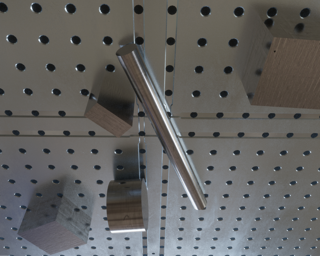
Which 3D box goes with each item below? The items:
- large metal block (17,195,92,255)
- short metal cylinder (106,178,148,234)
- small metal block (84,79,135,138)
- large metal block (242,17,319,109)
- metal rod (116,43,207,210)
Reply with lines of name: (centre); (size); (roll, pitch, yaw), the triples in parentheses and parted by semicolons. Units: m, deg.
large metal block: (-0.180, 0.170, 0.537); (0.080, 0.050, 0.080); (-23, 127, 17)
short metal cylinder: (-0.048, 0.119, 0.476); (0.050, 0.080, 0.080); (-5, 130, 3)
small metal block: (-0.059, -0.024, 0.374); (0.050, 0.050, 0.025); (36, 121, -27)
large metal block: (0.144, -0.069, 0.339); (0.081, 0.050, 0.079); (3, 130, -3)
metal rod: (0.015, 0.021, 0.429); (0.025, 0.025, 0.299); (-16, 129, 13)
